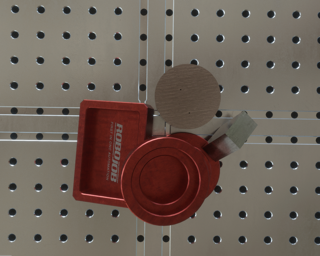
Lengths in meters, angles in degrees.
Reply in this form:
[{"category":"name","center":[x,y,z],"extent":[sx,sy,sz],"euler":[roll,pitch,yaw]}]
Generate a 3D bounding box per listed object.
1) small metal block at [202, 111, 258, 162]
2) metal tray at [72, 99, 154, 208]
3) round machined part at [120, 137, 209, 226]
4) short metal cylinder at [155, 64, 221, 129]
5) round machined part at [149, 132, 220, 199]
[{"category":"small metal block","center":[0.088,0.011,0.392],"extent":[0.025,0.050,0.050],"euler":[47,55,0]},{"category":"metal tray","center":[-0.060,0.031,0.399],"extent":[0.090,0.030,0.129],"euler":[5,90,14]},{"category":"round machined part","center":[0.003,0.058,0.357],"extent":[0.099,0.042,0.097],"euler":[0,92,-11]},{"category":"short metal cylinder","center":[0.034,-0.038,0.401],"extent":[0.081,0.050,0.079],"euler":[0,90,-1]},{"category":"round machined part","center":[0.030,0.054,0.404],"extent":[0.099,0.042,0.097],"euler":[0,90,-1]}]
